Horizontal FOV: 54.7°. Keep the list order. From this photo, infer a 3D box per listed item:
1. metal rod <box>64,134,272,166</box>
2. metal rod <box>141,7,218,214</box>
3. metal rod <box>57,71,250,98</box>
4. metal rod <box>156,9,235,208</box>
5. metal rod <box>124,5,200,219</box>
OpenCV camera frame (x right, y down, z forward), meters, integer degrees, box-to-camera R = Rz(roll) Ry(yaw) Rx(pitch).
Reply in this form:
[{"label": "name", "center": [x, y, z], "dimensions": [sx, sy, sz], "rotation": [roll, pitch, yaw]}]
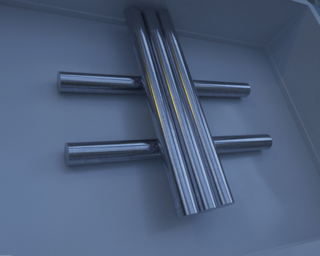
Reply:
[{"label": "metal rod", "center": [0.032, 0.025, 0.406], "dimensions": [0.303, 0.025, 0.025], "rotation": [-1, 63, -29]}, {"label": "metal rod", "center": [0.017, -0.040, 0.404], "dimensions": [0.025, 0.025, 0.299], "rotation": [-1, 62, -29]}, {"label": "metal rod", "center": [0.010, -0.060, 0.446], "dimensions": [0.303, 0.025, 0.025], "rotation": [-2, 63, -29]}, {"label": "metal rod", "center": [0.038, -0.042, 0.417], "dimensions": [0.025, 0.025, 0.299], "rotation": [-1, 62, -29]}, {"label": "metal rod", "center": [-0.005, -0.038, 0.391], "dimensions": [0.025, 0.025, 0.299], "rotation": [-1, 62, -29]}]
